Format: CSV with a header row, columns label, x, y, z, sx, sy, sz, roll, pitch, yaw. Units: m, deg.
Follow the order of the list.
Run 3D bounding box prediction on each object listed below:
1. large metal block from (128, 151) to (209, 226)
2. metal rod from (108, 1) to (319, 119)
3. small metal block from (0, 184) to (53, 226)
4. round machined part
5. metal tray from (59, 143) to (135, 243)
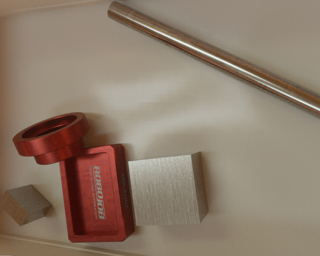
label,x,y,z,sx,sy,sz,roll,pitch,yaw
large metal block,0.012,0.075,0.392,0.080,0.050,0.080,-8,87,19
metal rod,0.060,-0.093,0.388,0.301,0.025,0.025,30,100,17
small metal block,-0.202,0.115,0.466,0.050,0.050,0.025,38,102,15
round machined part,-0.144,0.016,0.426,0.098,0.098,0.042,-9,111,19
metal tray,-0.090,0.092,0.438,0.090,0.030,0.129,-9,87,19
